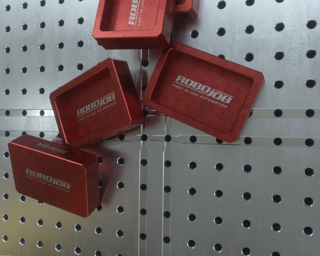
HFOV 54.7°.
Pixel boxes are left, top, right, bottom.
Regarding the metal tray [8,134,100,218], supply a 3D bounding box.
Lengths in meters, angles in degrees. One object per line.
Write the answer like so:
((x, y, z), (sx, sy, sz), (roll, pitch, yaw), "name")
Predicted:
((-0.151, 0.067, 0.444), (0.130, 0.030, 0.089), (14, 118, 19), "metal tray")

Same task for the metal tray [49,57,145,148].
((-0.090, -0.028, 0.424), (0.130, 0.030, 0.090), (-22, 83, 32), "metal tray")

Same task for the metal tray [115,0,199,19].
((-0.013, -0.194, 0.413), (0.130, 0.030, 0.089), (6, 92, 19), "metal tray")

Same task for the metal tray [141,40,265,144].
((0.052, -0.047, 0.390), (0.130, 0.030, 0.089), (25, 98, 17), "metal tray")

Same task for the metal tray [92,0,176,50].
((-0.027, -0.164, 0.386), (0.090, 0.030, 0.129), (4, 77, 19), "metal tray")
